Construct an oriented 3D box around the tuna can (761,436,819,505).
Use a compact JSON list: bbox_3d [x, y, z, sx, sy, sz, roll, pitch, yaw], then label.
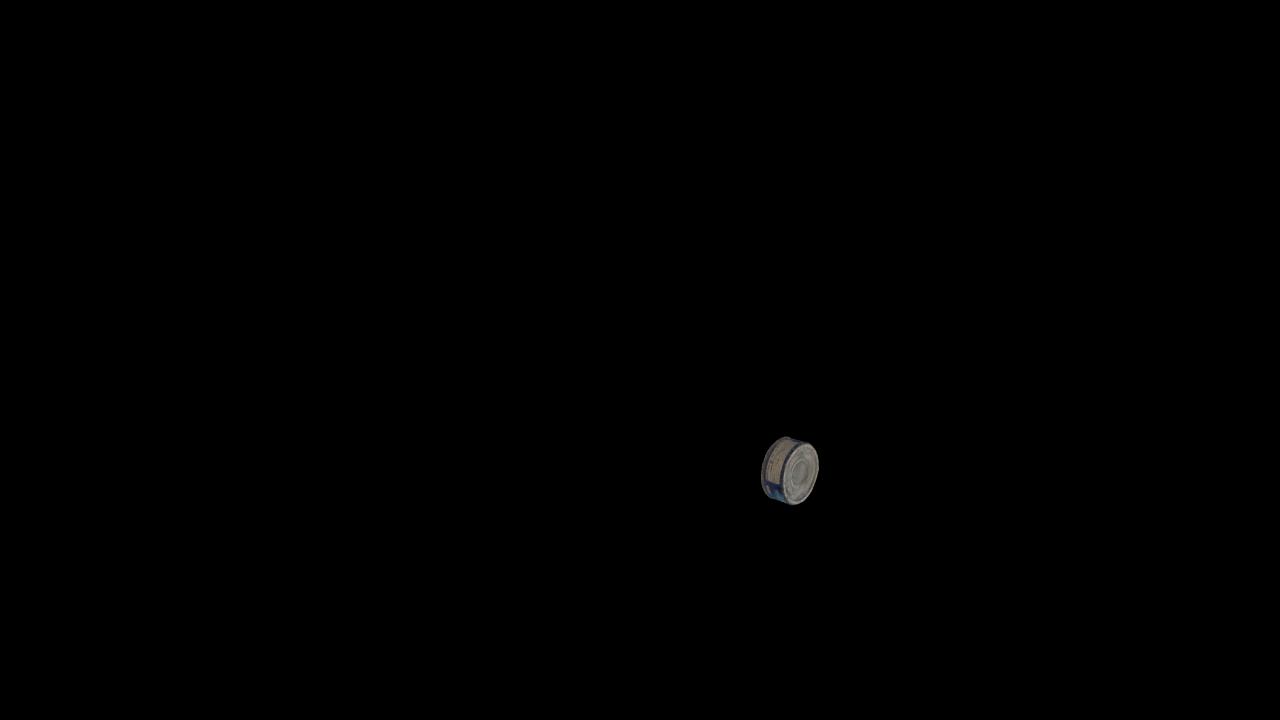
[{"bbox_3d":[0.196,0.144,0.798,0.084,0.084,0.034,0,8,-42],"label":"tuna can"}]
